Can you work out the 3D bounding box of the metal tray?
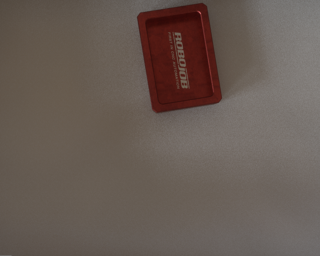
[{"bbox_3d":[0.025,-0.090,0.409,0.091,0.030,0.129,-9,90,-1],"label":"metal tray"}]
